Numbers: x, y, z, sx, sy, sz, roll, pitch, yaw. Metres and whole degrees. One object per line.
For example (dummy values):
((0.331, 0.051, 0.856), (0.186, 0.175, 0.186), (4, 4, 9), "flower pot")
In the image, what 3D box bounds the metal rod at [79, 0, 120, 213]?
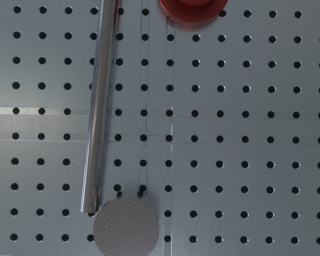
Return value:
((-0.080, -0.039, 0.412), (0.025, 0.025, 0.298), (6, 90, 0), "metal rod")

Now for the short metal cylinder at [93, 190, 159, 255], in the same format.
((-0.041, 0.125, 0.401), (0.081, 0.050, 0.079), (0, 90, 0), "short metal cylinder")

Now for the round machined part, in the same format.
((0.044, -0.187, 0.405), (0.099, 0.042, 0.097), (0, 90, 0), "round machined part")
